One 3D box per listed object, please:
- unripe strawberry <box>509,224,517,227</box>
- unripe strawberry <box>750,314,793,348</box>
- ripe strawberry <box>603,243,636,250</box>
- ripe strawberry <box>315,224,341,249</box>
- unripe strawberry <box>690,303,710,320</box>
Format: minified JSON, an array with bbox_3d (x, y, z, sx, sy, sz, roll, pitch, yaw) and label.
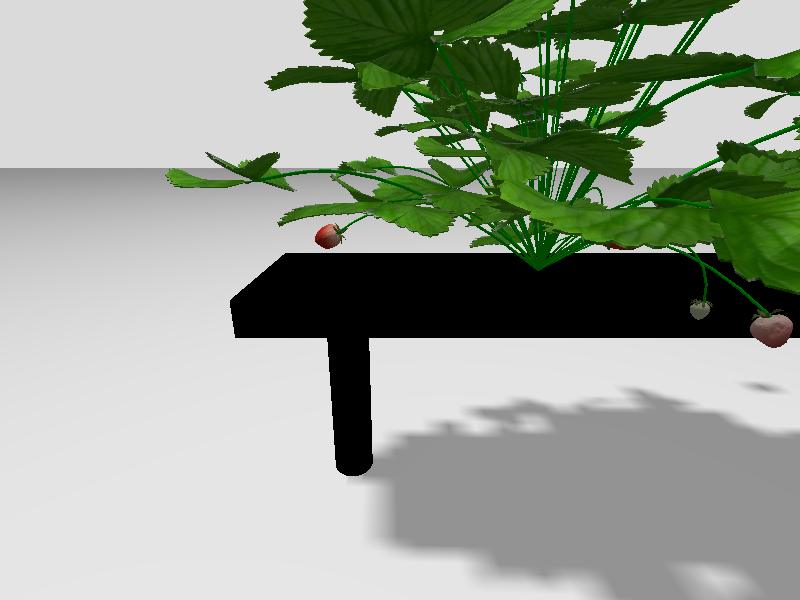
[{"bbox_3d":[0.140,-0.089,0.496,0.011,0.010,0.010,2,20,5],"label":"unripe strawberry"},{"bbox_3d":[0.201,0.017,0.216,0.019,0.017,0.017,-10,-10,-25],"label":"unripe strawberry"},{"bbox_3d":[0.240,-0.075,0.429,0.049,0.042,0.049,-12,23,-32],"label":"ripe strawberry"},{"bbox_3d":[-0.079,-0.069,0.439,0.030,0.025,0.030,-11,14,27],"label":"ripe strawberry"},{"bbox_3d":[0.182,0.006,0.243,0.011,0.011,0.010,-9,22,-23],"label":"unripe strawberry"}]
